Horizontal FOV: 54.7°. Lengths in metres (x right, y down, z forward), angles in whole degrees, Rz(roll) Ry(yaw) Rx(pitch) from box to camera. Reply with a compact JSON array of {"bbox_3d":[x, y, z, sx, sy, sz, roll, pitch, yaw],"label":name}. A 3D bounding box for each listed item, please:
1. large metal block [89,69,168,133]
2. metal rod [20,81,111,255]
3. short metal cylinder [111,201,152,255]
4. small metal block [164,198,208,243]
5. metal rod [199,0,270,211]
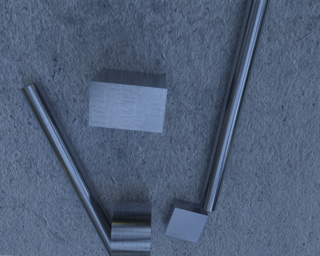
[{"bbox_3d":[-0.035,-0.035,0.367,0.081,0.080,0.050,6,110,-3],"label":"large metal block"},{"bbox_3d":[-0.112,0.078,0.436,0.025,0.025,0.298,-19,109,6],"label":"metal rod"},{"bbox_3d":[-0.038,0.143,0.433,0.050,0.080,0.079,2,110,-1],"label":"short metal cylinder"},{"bbox_3d":[0.038,0.137,0.461,0.050,0.025,0.050,16,109,-7],"label":"small metal block"},{"bbox_3d":[0.093,-0.024,0.402,0.025,0.025,0.298,8,110,-4],"label":"metal rod"}]
